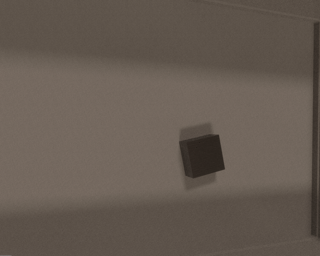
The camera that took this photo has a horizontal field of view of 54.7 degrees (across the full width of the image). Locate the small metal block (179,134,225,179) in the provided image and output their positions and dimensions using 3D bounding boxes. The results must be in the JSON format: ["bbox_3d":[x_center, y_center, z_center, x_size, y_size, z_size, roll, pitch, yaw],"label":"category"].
[{"bbox_3d":[0.059,0.038,0.434,0.050,0.025,0.050,-12,94,-20],"label":"small metal block"}]
